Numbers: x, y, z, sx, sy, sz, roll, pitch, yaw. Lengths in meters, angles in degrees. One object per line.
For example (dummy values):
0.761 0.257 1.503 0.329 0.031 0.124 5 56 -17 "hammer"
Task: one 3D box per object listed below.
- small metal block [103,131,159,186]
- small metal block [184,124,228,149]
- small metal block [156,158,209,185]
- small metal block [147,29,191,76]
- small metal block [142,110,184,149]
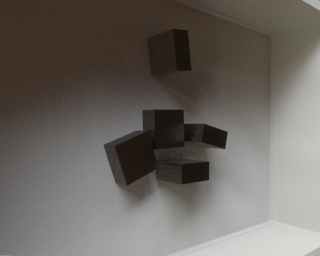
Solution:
-0.034 0.035 0.378 0.050 0.025 0.050 -25 106 -37 "small metal block"
0.059 0.012 0.439 0.050 0.050 0.025 17 80 -39 "small metal block"
0.030 0.057 0.415 0.050 0.050 0.025 0 90 -40 "small metal block"
0.012 -0.096 0.400 0.025 0.050 0.050 -10 97 -40 "small metal block"
0.005 0.001 0.411 0.050 0.025 0.050 -2 92 -40 "small metal block"
